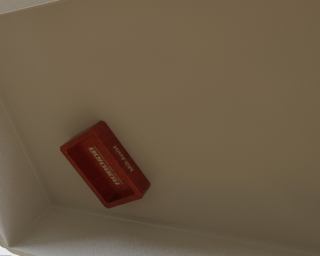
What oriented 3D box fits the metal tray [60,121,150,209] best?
[{"bbox_3d":[-0.087,0.062,0.489,0.090,0.030,0.130,-26,105,37],"label":"metal tray"}]
